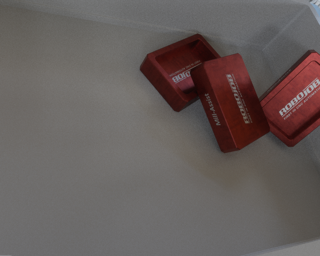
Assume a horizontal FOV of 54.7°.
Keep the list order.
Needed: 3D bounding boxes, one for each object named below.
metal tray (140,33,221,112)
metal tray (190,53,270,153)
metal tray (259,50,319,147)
[{"bbox_3d":[0.044,-0.090,0.480,0.131,0.030,0.090,-33,80,-38],"label":"metal tray"},{"bbox_3d":[0.105,-0.039,0.456,0.091,0.030,0.129,-23,91,-39],"label":"metal tray"},{"bbox_3d":[0.219,-0.044,0.481,0.090,0.129,0.030,41,27,-1],"label":"metal tray"}]
